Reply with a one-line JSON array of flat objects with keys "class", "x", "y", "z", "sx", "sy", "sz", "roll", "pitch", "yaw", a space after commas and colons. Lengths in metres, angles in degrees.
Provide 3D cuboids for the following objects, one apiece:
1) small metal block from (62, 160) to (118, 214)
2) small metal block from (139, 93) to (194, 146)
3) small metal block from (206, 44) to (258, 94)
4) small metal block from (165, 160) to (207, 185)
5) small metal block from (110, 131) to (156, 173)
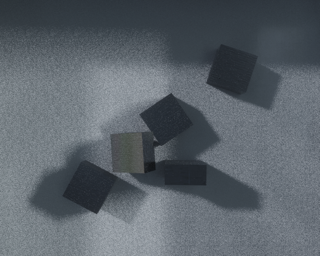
[{"class": "small metal block", "x": -0.091, "y": 0.077, "z": 0.411, "sx": 0.050, "sy": 0.025, "sz": 0.050, "roll": 28, "pitch": 90, "yaw": 0}, {"class": "small metal block", "x": 0.008, "y": -0.011, "z": 0.411, "sx": 0.050, "sy": 0.025, "sz": 0.050, "roll": -34, "pitch": 90, "yaw": 0}, {"class": "small metal block", "x": 0.095, "y": -0.077, "z": 0.412, "sx": 0.050, "sy": 0.025, "sz": 0.050, "roll": 18, "pitch": 90, "yaw": 0}, {"class": "small metal block", "x": 0.031, "y": 0.057, "z": 0.399, "sx": 0.050, "sy": 0.050, "sz": 0.025, "roll": 1, "pitch": 90, "yaw": 0}, {"class": "small metal block", "x": -0.035, "y": 0.031, "z": 0.400, "sx": 0.050, "sy": 0.025, "sz": 0.050, "roll": -3, "pitch": 90, "yaw": 32}]
